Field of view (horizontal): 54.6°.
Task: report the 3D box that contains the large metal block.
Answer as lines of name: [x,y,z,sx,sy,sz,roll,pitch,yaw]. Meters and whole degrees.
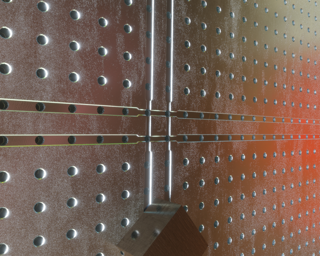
large metal block: [0.006,0.151,0.397,0.080,0.050,0.080,-46,118,-30]
